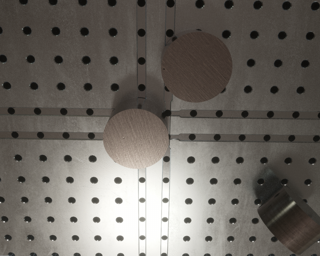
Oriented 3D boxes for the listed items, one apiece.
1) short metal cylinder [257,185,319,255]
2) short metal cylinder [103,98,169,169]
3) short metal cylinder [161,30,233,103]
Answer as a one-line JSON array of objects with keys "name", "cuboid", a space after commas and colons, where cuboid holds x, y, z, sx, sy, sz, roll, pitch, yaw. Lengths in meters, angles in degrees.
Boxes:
[{"name": "short metal cylinder", "cuboid": [0.185, 0.127, 0.434, 0.080, 0.080, 0.050, 38, 106, -13]}, {"name": "short metal cylinder", "cuboid": [-0.029, 0.006, 0.402, 0.081, 0.050, 0.079, 0, 110, -1]}, {"name": "short metal cylinder", "cuboid": [0.041, -0.076, 0.373, 0.081, 0.050, 0.079, 0, 110, -1]}]
